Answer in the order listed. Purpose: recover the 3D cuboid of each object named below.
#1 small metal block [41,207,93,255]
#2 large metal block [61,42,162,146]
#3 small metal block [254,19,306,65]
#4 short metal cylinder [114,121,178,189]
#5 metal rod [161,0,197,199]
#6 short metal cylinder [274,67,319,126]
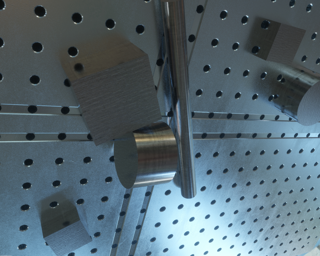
[{"bbox_3d":[-0.129,0.146,0.431,0.050,0.025,0.050,-24,128,-13],"label":"small metal block"},{"bbox_3d":[-0.051,-0.039,0.342,0.081,0.050,0.080,-23,126,-15],"label":"large metal block"},{"bbox_3d":[0.166,-0.118,0.429,0.050,0.025,0.050,2,118,-29],"label":"small metal block"},{"bbox_3d":[-0.020,0.032,0.384,0.050,0.080,0.079,-2,120,-28],"label":"short metal cylinder"},{"bbox_3d":[0.030,-0.017,0.416,0.025,0.025,0.298,-20,126,-17],"label":"metal rod"},{"bbox_3d":[0.229,-0.050,0.489,0.081,0.050,0.079,-14,124,-21],"label":"short metal cylinder"}]
